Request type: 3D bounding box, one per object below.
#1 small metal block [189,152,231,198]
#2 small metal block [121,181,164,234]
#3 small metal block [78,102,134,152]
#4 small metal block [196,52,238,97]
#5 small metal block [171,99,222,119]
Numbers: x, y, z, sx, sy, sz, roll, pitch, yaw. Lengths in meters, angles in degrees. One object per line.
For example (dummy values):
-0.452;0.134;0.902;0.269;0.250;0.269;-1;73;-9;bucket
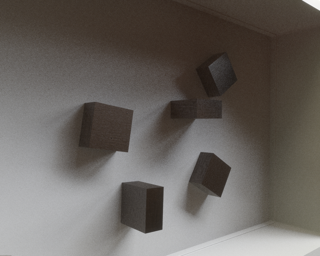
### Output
0.077;0.071;0.471;0.050;0.025;0.050;38;67;-34;small metal block
-0.022;0.093;0.372;0.025;0.050;0.050;3;88;-40;small metal block
-0.061;0.000;0.355;0.050;0.025;0.050;11;83;-39;small metal block
0.089;-0.083;0.481;0.050;0.025;0.050;-42;116;-32;small metal block
0.051;-0.026;0.432;0.050;0.050;0.025;-1;91;-40;small metal block
